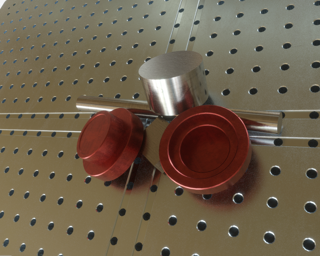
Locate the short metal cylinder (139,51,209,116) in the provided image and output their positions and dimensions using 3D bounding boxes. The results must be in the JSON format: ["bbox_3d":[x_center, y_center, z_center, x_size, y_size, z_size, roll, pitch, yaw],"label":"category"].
[{"bbox_3d":[0.018,-0.059,0.395,0.080,0.050,0.080,-11,34,7],"label":"short metal cylinder"}]

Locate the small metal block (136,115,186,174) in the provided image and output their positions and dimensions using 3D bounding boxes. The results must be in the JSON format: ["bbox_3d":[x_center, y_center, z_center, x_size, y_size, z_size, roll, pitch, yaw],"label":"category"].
[{"bbox_3d":[0.001,0.020,0.390,0.050,0.025,0.050,-45,51,-3],"label":"small metal block"}]

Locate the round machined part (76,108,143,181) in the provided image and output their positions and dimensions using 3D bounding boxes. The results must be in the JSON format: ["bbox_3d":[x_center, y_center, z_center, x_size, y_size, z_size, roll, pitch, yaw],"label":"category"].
[{"bbox_3d":[-0.071,0.016,0.403,0.098,0.042,0.098,-28,45,33],"label":"round machined part"}]

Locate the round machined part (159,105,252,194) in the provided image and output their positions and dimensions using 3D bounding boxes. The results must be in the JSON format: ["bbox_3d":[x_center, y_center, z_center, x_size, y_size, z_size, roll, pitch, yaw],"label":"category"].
[{"bbox_3d":[0.052,0.026,0.346,0.098,0.042,0.098,-11,60,19],"label":"round machined part"}]

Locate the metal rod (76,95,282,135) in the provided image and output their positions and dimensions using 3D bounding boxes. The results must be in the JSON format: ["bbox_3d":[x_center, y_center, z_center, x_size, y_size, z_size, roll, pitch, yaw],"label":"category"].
[{"bbox_3d":[0.003,-0.022,0.415,0.300,0.025,0.025,8,66,31],"label":"metal rod"}]
